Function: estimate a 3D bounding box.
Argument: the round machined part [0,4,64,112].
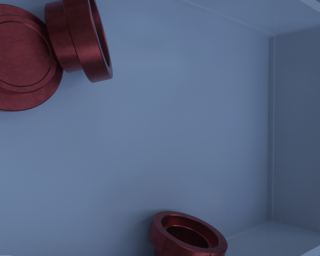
[{"bbox_3d":[-0.135,-0.064,0.283,0.099,0.042,0.097,0,90,-40],"label":"round machined part"}]

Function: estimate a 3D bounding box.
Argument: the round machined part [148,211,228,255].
[{"bbox_3d":[0.031,0.148,0.391,0.099,0.098,0.042,11,100,-40],"label":"round machined part"}]

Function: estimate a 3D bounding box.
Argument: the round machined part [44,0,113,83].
[{"bbox_3d":[-0.080,-0.092,0.306,0.042,0.098,0.097,-13,101,-1],"label":"round machined part"}]
